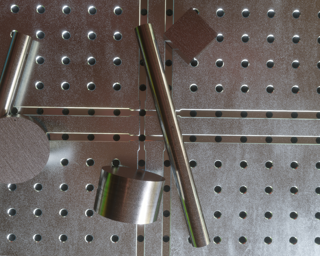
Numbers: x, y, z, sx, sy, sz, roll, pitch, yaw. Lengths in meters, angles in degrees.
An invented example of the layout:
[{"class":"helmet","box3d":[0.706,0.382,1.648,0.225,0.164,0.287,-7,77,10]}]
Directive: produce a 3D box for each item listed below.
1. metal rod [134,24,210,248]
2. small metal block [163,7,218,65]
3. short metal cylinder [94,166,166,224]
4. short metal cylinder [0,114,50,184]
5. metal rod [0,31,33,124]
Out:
[{"class":"metal rod","box3d":[0.017,0.010,0.413,0.025,0.025,0.298,-15,90,0]},{"class":"small metal block","box3d":[0.040,-0.122,0.414,0.050,0.025,0.050,-44,91,0]},{"class":"short metal cylinder","box3d":[-0.038,0.081,0.386,0.080,0.080,0.050,11,90,-1]},{"class":"short metal cylinder","box3d":[-0.181,0.024,0.386,0.081,0.050,0.079,-2,97,-21]},{"class":"metal rod","box3d":[-0.223,0.020,0.410,0.025,0.025,0.298,16,90,-1]}]
